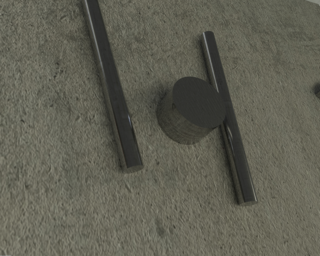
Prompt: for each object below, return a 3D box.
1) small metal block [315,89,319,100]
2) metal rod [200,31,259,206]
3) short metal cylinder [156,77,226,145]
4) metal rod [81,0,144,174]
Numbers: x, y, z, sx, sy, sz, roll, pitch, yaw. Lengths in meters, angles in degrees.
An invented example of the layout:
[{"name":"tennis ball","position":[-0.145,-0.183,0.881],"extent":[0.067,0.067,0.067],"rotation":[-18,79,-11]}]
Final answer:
[{"name":"small metal block","position":[0.354,-0.066,0.635],"extent":[0.050,0.025,0.050],"rotation":[49,51,6]},{"name":"metal rod","position":[0.100,-0.031,0.476],"extent":[0.025,0.025,0.299],"rotation":[7,59,-25]},{"name":"short metal cylinder","position":[0.042,-0.023,0.424],"extent":[0.081,0.050,0.080],"rotation":[14,56,-21]},{"name":"metal rod","position":[-0.071,-0.084,0.416],"extent":[0.025,0.025,0.299],"rotation":[-3,63,-30]}]
